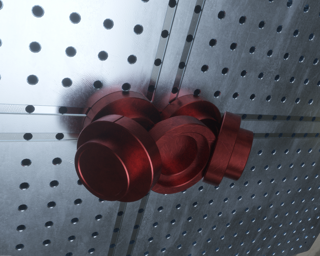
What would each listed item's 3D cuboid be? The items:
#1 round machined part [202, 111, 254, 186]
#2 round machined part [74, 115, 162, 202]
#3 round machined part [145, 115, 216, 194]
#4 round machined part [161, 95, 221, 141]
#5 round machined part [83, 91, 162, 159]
[{"bbox_3d":[0.090,0.030,0.404,0.042,0.098,0.097,18,115,8],"label":"round machined part"},{"bbox_3d":[-0.051,0.038,0.331,0.042,0.098,0.097,-39,144,-55],"label":"round machined part"},{"bbox_3d":[0.016,0.028,0.372,0.099,0.042,0.097,-14,125,-21],"label":"round machined part"},{"bbox_3d":[0.045,0.007,0.430,0.099,0.042,0.097,-14,125,-21],"label":"round machined part"},{"bbox_3d":[-0.041,0.007,0.383,0.099,0.042,0.097,-14,125,-21],"label":"round machined part"}]
